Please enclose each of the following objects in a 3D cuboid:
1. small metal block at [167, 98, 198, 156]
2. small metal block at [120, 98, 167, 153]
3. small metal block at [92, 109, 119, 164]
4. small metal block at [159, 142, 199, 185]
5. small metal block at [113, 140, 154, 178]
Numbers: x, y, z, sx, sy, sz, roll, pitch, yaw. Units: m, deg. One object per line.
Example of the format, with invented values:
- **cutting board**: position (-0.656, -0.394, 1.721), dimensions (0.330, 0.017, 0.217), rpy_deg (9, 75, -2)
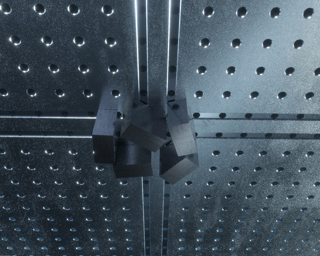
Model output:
- **small metal block**: position (0.028, -0.001, 0.394), dimensions (0.025, 0.050, 0.050), rpy_deg (-13, 128, 10)
- **small metal block**: position (-0.020, -0.004, 0.392), dimensions (0.050, 0.050, 0.025), rpy_deg (27, 126, -21)
- **small metal block**: position (-0.070, 0.011, 0.404), dimensions (0.025, 0.050, 0.050), rpy_deg (3, 131, -2)
- **small metal block**: position (0.026, 0.042, 0.430), dimensions (0.025, 0.050, 0.050), rpy_deg (35, 122, -25)
- **small metal block**: position (-0.035, 0.041, 0.429), dimensions (0.050, 0.050, 0.025), rpy_deg (-4, 130, 3)
